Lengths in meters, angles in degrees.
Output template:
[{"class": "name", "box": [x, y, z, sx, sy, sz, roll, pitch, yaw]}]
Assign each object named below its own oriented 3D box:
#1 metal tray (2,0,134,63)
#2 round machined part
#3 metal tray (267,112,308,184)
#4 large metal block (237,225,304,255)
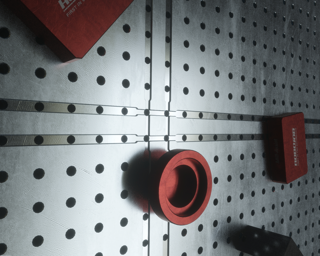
[{"class": "metal tray", "box": [-0.087, -0.146, 0.333, 0.090, 0.030, 0.130, 47, 62, -30]}, {"class": "round machined part", "box": [0.022, 0.077, 0.416, 0.099, 0.042, 0.097, 0, 90, -40]}, {"class": "metal tray", "box": [0.258, 0.037, 0.622, 0.091, 0.030, 0.129, -12, 98, -39]}, {"class": "large metal block", "box": [0.195, 0.222, 0.537, 0.080, 0.080, 0.050, 52, 60, -28]}]
